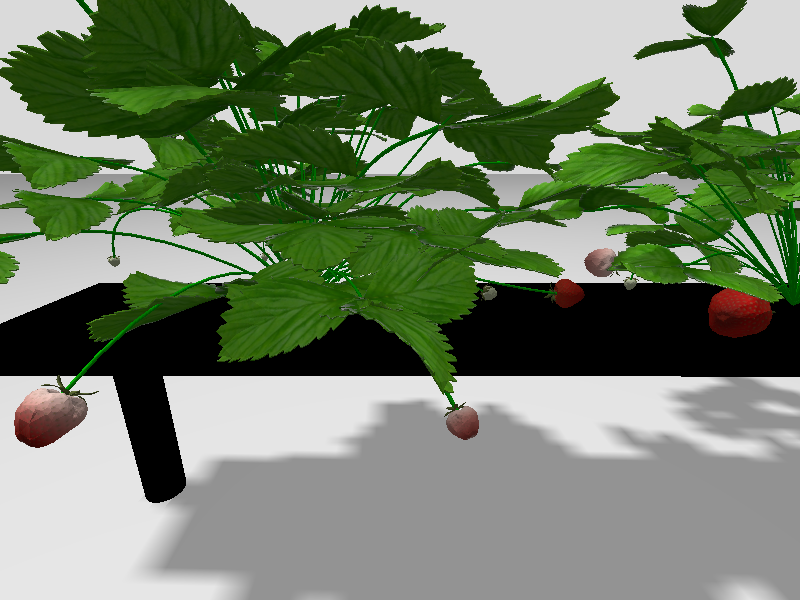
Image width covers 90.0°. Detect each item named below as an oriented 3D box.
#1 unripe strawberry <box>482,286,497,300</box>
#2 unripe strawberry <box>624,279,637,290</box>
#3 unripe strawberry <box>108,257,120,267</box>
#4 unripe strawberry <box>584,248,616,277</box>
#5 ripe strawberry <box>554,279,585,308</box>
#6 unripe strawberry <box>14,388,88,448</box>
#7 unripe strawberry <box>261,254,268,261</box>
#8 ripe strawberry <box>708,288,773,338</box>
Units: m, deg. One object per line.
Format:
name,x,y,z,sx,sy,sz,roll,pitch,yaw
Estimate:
unripe strawberry,0.085,-0.006,0.380,0.014,0.015,0.013,12,18,-8
unripe strawberry,0.222,-0.015,0.387,0.011,0.011,0.011,3,20,8
unripe strawberry,-0.296,-0.040,0.415,0.010,0.010,0.011,5,20,14
unripe strawberry,0.228,-0.043,0.457,0.032,0.033,0.029,12,23,33
ripe strawberry,0.154,-0.006,0.365,0.027,0.026,0.025,1,19,1
unripe strawberry,-0.167,0.056,0.189,0.028,0.026,0.025,8,-33,22
unripe strawberry,-0.169,-0.053,0.502,0.009,0.010,0.010,-11,22,-29
ripe strawberry,0.253,0.011,0.301,0.040,0.040,0.037,-12,23,-29
